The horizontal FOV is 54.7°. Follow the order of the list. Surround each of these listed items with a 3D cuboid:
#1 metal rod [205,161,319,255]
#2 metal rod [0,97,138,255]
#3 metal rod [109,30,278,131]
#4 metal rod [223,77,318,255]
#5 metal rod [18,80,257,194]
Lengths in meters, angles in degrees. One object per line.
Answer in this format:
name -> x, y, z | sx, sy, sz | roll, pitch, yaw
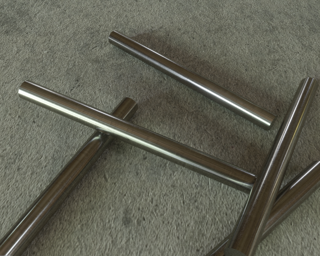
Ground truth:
metal rod -> 0.070, 0.120, 0.302 | 0.302, 0.025, 0.025 | -31, 57, -24
metal rod -> -0.112, 0.068, 0.344 | 0.025, 0.025, 0.301 | 22, 53, 17
metal rod -> 0.035, -0.081, 0.471 | 0.300, 0.025, 0.025 | 33, 58, 25
metal rod -> 0.144, 0.024, 0.364 | 0.025, 0.025, 0.301 | 25, 48, 19
metal rod -> -0.031, 0.008, 0.369 | 0.301, 0.025, 0.025 | 22, 53, 7
